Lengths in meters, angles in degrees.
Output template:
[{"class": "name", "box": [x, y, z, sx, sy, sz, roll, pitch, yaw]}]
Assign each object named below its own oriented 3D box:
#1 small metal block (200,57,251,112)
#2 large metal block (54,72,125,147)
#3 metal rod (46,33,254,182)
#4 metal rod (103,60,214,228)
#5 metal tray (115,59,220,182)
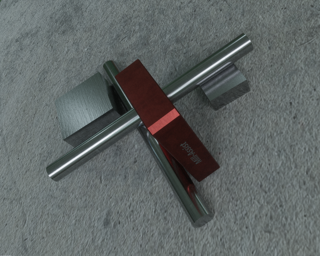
[{"class": "small metal block", "box": [0.079, -0.057, 0.398, 0.050, 0.025, 0.050, -31, 52, 8]}, {"class": "large metal block", "box": [-0.099, -0.022, 0.451, 0.080, 0.050, 0.080, -32, 52, 7]}, {"class": "metal rod", "box": [-0.017, -0.023, 0.394, 0.300, 0.025, 0.025, -34, 52, 5]}, {"class": "metal rod", "box": [-0.018, -0.002, 0.415, 0.025, 0.025, 0.300, -36, 51, 4]}, {"class": "metal tray", "box": [0.011, -0.004, 0.332, 0.030, 0.130, 0.090, -37, 51, 4]}]
